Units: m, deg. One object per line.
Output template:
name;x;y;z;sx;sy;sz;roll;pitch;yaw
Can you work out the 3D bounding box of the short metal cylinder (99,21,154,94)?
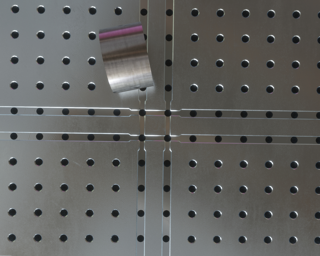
short metal cylinder;-0.040;-0.087;0.385;0.050;0.080;0.080;-11;90;0
